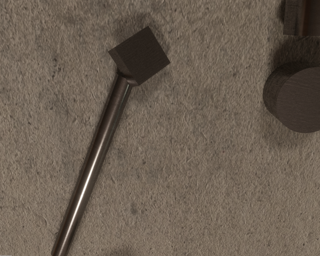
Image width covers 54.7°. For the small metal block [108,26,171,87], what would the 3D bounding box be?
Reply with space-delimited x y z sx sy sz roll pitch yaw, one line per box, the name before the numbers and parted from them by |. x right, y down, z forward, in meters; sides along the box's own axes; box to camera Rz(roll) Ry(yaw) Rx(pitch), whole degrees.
small metal block | -0.024 -0.084 0.367 0.050 0.025 0.050 -39 109 -19

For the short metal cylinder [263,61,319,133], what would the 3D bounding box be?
short metal cylinder | 0.176 -0.040 0.384 0.081 0.050 0.079 0 110 -1

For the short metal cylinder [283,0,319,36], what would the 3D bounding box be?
short metal cylinder | 0.178 -0.129 0.336 0.081 0.080 0.050 -3 110 0

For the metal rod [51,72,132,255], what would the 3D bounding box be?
metal rod | -0.099 0.065 0.432 0.025 0.025 0.298 21 109 -8
